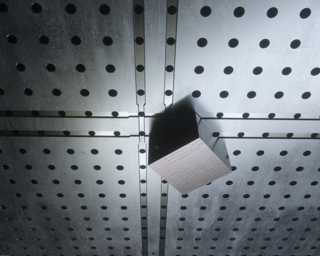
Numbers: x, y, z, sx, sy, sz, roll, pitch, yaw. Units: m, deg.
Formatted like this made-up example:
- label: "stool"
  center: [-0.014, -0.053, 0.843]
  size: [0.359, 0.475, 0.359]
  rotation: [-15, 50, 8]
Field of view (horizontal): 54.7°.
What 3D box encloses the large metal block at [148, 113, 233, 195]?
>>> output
- label: "large metal block"
  center: [0.041, 0.038, 0.429]
  size: [0.080, 0.050, 0.080]
  rotation: [-31, 124, 23]
